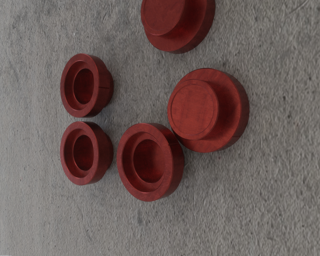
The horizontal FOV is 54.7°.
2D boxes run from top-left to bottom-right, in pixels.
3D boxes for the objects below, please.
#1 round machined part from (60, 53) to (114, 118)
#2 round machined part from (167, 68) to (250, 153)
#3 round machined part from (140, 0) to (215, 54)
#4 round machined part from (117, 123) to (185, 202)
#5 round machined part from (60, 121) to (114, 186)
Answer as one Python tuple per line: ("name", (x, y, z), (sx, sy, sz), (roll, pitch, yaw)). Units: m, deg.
("round machined part", (-0.110, -0.064, 0.485), (0.098, 0.042, 0.097), (0, 90, 40))
("round machined part", (0.047, -0.020, 0.355), (0.098, 0.042, 0.097), (0, 90, 40))
("round machined part", (0.015, -0.144, 0.382), (0.098, 0.042, 0.097), (0, 90, 40))
("round machined part", (-0.008, 0.042, 0.399), (0.098, 0.042, 0.097), (2, 93, 41))
("round machined part", (-0.111, 0.038, 0.486), (0.098, 0.042, 0.097), (0, 90, 40))
